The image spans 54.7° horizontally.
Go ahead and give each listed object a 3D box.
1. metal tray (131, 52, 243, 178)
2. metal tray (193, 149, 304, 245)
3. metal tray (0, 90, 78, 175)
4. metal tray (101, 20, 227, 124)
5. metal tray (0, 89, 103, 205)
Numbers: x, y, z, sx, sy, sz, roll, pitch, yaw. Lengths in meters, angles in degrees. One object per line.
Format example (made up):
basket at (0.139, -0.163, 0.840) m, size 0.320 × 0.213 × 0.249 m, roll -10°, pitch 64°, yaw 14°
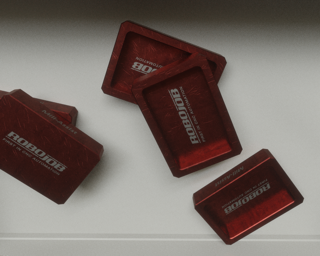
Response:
metal tray at (0.033, -0.013, 0.371) m, size 0.090 × 0.030 × 0.129 m, roll -23°, pitch 109°, yaw 7°
metal tray at (0.125, 0.101, 0.447) m, size 0.130 × 0.030 × 0.090 m, roll -36°, pitch 107°, yaw 12°
metal tray at (-0.183, 0.004, 0.408) m, size 0.131 × 0.030 × 0.089 m, roll 13°, pitch 110°, yaw -5°
metal tray at (0.004, -0.067, 0.383) m, size 0.131 × 0.030 × 0.089 m, roll 19°, pitch 109°, yaw -7°
metal tray at (-0.149, 0.025, 0.383) m, size 0.130 × 0.030 × 0.090 m, roll 37°, pitch 106°, yaw -13°
